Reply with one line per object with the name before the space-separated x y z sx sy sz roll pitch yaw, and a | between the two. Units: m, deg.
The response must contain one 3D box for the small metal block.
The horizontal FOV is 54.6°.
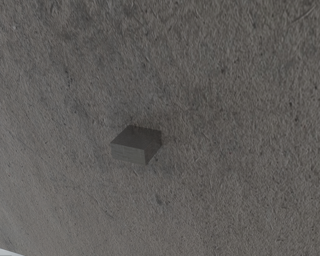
small metal block | -0.031 0.022 0.422 0.050 0.050 0.025 10 123 23
